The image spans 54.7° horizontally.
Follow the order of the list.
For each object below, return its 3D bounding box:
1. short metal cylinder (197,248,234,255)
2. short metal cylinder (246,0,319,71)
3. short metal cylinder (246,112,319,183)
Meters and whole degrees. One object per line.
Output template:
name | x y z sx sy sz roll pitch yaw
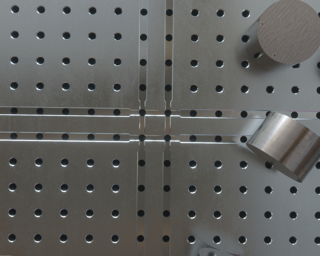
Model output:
short metal cylinder | 0.078 0.194 0.387 0.080 0.080 0.050 19 90 -1
short metal cylinder | 0.159 -0.118 0.403 0.081 0.050 0.079 0 90 -1
short metal cylinder | 0.157 0.024 0.388 0.080 0.080 0.050 37 90 -1
